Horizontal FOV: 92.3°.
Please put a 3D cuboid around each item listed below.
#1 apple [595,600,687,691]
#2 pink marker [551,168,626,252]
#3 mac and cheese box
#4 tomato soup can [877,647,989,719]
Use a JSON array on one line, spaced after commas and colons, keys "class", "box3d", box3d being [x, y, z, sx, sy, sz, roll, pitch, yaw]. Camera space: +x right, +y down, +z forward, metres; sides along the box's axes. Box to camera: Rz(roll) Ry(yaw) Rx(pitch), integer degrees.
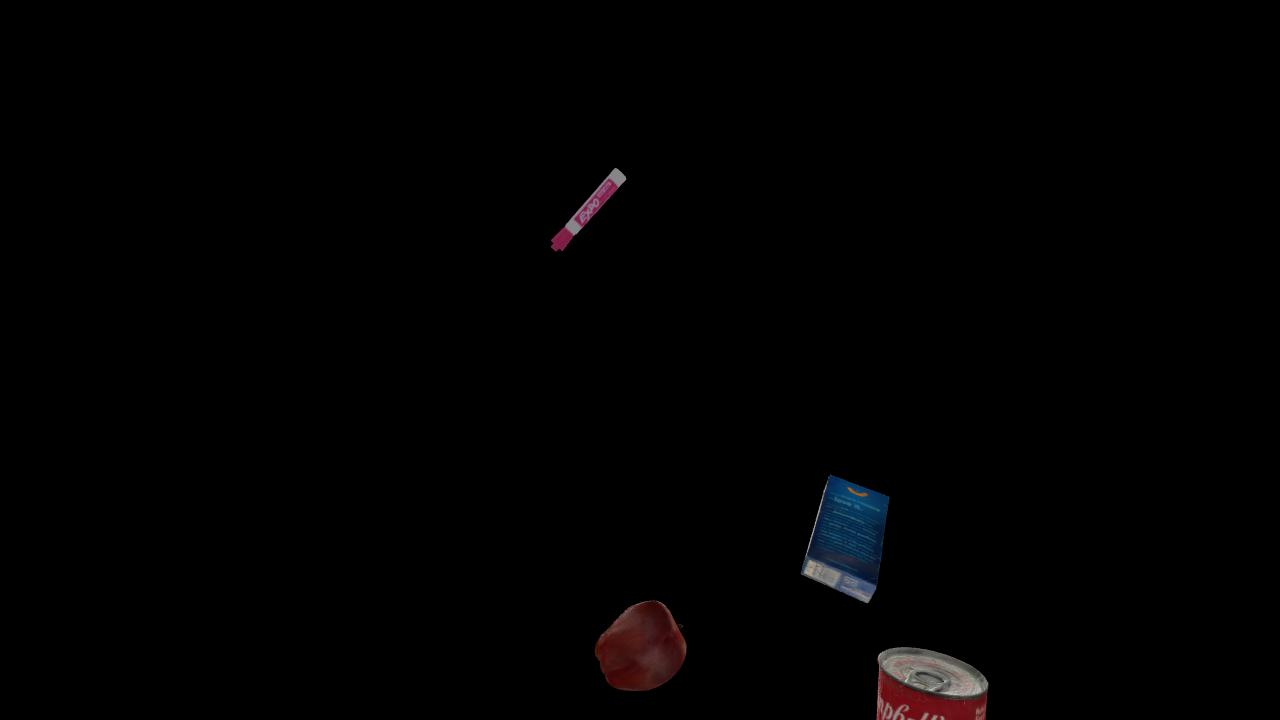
[{"class": "apple", "box3d": [0.003, 0.291, 0.626, 0.093, 0.079, 0.079, -24, 6, -14]}, {"class": "pink marker", "box3d": [-0.063, -0.177, 0.730, 0.020, 0.121, 0.020, 42, 0, 0]}, {"class": "mac and cheese box", "box3d": [0.291, 0.243, 0.863, 0.093, 0.041, 0.184, 18, 33, 18]}, {"class": "tomato soup can", "box3d": [0.193, 0.258, 0.412, 0.068, 0.101, 0.068, 3, -1, 0]}]
